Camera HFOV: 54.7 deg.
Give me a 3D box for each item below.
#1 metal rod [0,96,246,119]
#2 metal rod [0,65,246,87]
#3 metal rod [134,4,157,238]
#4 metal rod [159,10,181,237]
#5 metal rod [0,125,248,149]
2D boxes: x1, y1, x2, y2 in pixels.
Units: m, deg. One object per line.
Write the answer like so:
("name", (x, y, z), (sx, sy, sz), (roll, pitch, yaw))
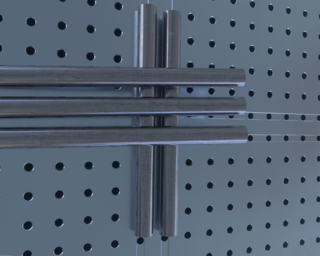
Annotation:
("metal rod", (-0.039, -0.026, 0.377), (0.302, 0.025, 0.025), (-1, 91, -12))
("metal rod", (-0.040, -0.062, 0.376), (0.302, 0.025, 0.025), (-2, 91, -12))
("metal rod", (-0.019, -0.010, 0.407), (0.025, 0.025, 0.298), (1, 90, -20))
("metal rod", (0.014, -0.006, 0.419), (0.025, 0.025, 0.298), (1, 90, -20))
("metal rod", (-0.038, 0.010, 0.377), (0.302, 0.025, 0.025), (-1, 90, -12))
